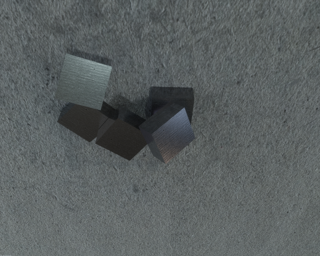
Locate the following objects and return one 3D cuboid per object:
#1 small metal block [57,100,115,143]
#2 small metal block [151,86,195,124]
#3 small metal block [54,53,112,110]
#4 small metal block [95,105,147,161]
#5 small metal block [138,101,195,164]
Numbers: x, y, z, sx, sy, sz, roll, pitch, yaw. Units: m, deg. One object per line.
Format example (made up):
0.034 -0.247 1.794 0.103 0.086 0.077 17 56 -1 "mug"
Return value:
-0.092 -0.016 0.394 0.050 0.025 0.050 -37 122 27 "small metal block"
0.014 -0.024 0.388 0.050 0.025 0.050 1 130 -2 "small metal block"
-0.086 -0.051 0.349 0.050 0.025 0.050 14 92 -13 "small metal block"
-0.043 0.007 0.380 0.050 0.025 0.050 30 124 -24 "small metal block"
0.010 0.005 0.364 0.050 0.025 0.050 -40 131 -20 "small metal block"
